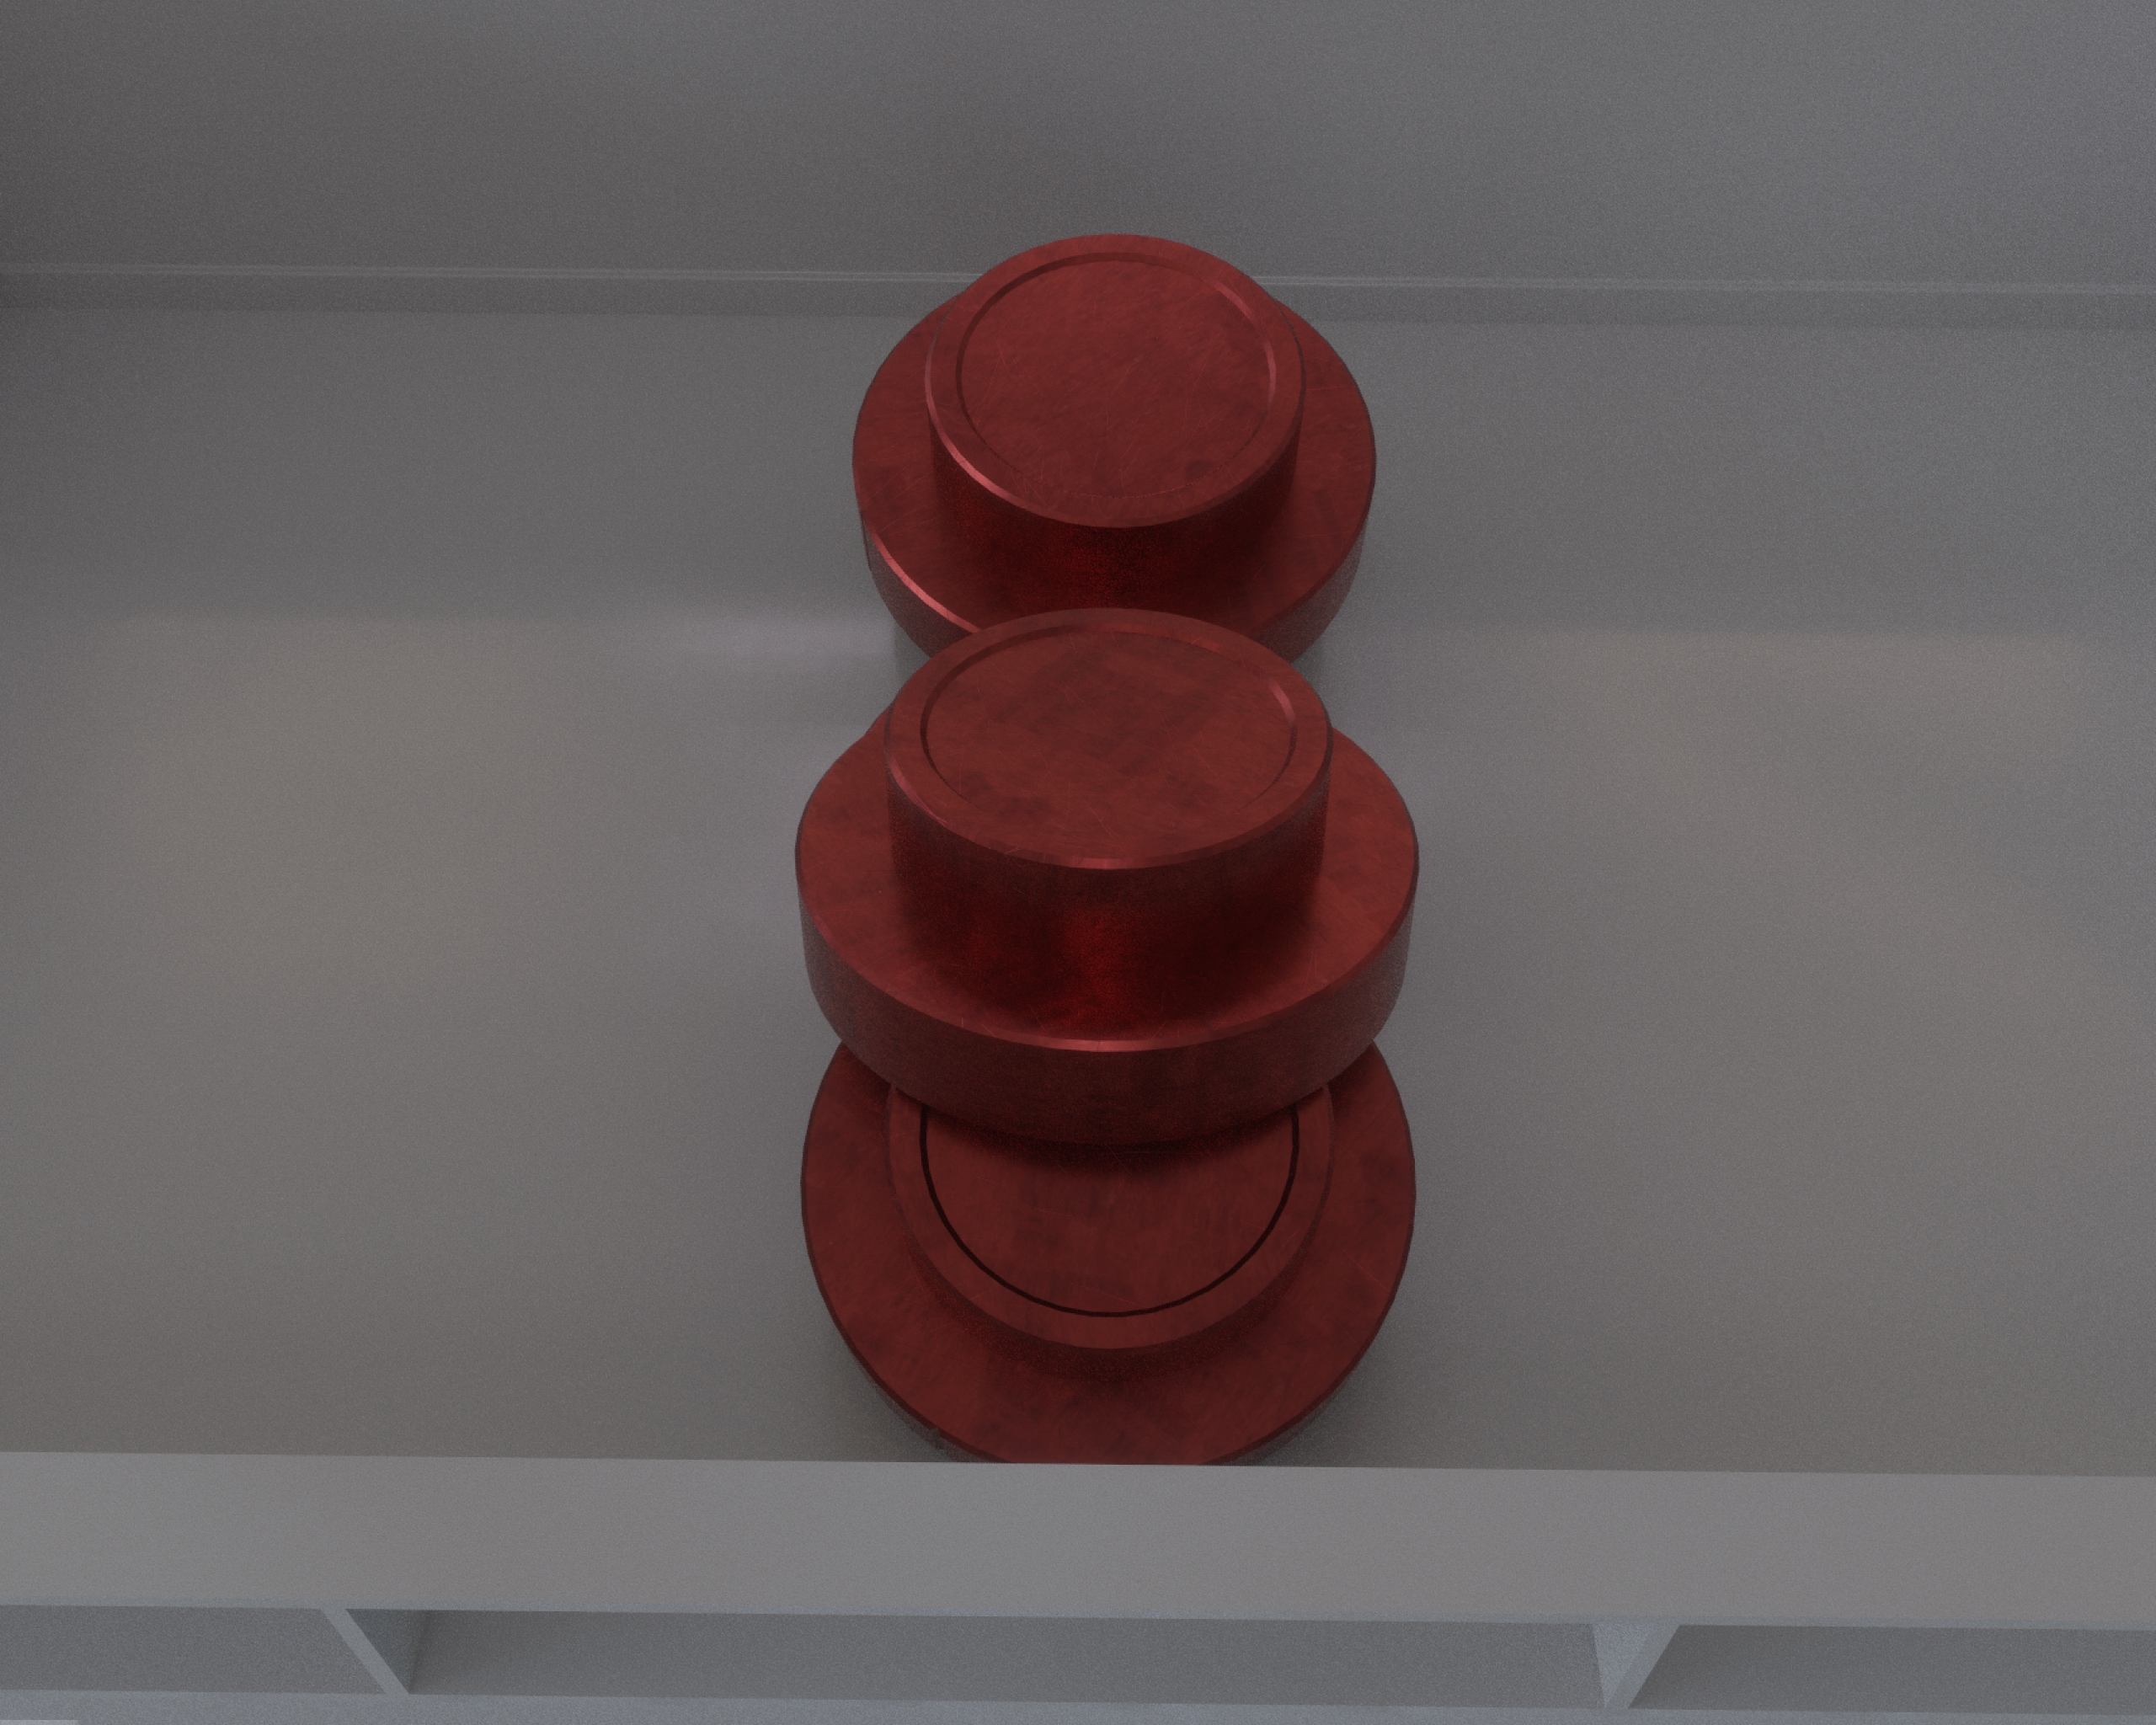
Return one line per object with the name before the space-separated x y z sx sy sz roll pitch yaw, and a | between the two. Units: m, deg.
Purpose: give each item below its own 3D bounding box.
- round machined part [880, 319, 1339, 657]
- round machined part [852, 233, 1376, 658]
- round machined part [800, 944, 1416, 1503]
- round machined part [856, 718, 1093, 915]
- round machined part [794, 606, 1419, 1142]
round machined part | 0.007 -0.086 0.450 0.099 0.042 0.098 0 34 0
round machined part | 0.007 -0.078 0.391 0.099 0.042 0.098 0 62 0
round machined part | 0.005 0.049 0.333 0.099 0.042 0.098 0 65 0
round machined part | 0.003 -0.013 0.403 0.099 0.042 0.098 0 49 0
round machined part | 0.005 -0.005 0.330 0.099 0.042 0.098 0 39 0
